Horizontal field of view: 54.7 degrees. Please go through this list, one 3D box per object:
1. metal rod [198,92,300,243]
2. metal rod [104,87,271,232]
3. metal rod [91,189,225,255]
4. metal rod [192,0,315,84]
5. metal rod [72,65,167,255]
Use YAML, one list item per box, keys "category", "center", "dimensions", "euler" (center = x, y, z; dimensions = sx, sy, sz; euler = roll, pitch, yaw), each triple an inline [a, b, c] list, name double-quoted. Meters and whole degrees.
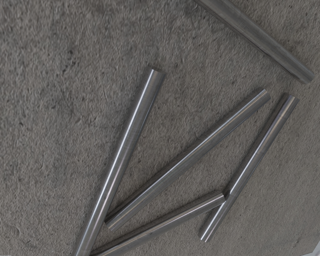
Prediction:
- category: "metal rod"
  center: [0.146, 0.077, 0.533]
  dimensions: [0.025, 0.025, 0.298]
  euler: [15, 111, -34]
- category: "metal rod"
  center: [0.041, 0.045, 0.456]
  dimensions: [0.300, 0.025, 0.025]
  euler: [-40, 129, -1]
- category: "metal rod"
  center: [-0.029, 0.173, 0.497]
  dimensions: [0.302, 0.025, 0.025]
  euler: [-22, 127, -15]
- category: "metal rod"
  center: [0.113, -0.123, 0.392]
  dimensions: [0.302, 0.025, 0.025]
  euler: [21, 107, -36]
- category: "metal rod"
  center: [-0.061, 0.060, 0.410]
  dimensions: [0.025, 0.025, 0.298]
  euler: [11, 113, -33]
